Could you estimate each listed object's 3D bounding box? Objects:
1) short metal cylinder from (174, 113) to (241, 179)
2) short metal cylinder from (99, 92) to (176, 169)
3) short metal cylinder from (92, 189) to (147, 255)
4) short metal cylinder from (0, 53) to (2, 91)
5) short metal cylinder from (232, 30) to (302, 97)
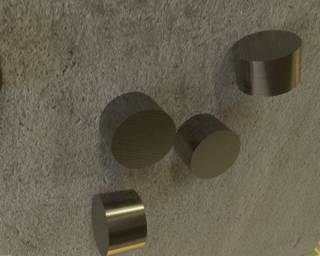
[{"bbox_3d":[0.067,0.026,0.443,0.081,0.050,0.079,-14,124,-21],"label":"short metal cylinder"},{"bbox_3d":[-0.028,0.003,0.377,0.081,0.050,0.079,-14,124,-21],"label":"short metal cylinder"},{"bbox_3d":[-0.057,0.126,0.418,0.050,0.080,0.079,-4,120,-27],"label":"short metal cylinder"},{"bbox_3d":[-0.179,-0.052,0.261,0.081,0.050,0.079,-14,124,-21],"label":"short metal cylinder"},{"bbox_3d":[0.136,-0.083,0.394,0.080,0.080,0.050,-27,128,-12],"label":"short metal cylinder"}]
